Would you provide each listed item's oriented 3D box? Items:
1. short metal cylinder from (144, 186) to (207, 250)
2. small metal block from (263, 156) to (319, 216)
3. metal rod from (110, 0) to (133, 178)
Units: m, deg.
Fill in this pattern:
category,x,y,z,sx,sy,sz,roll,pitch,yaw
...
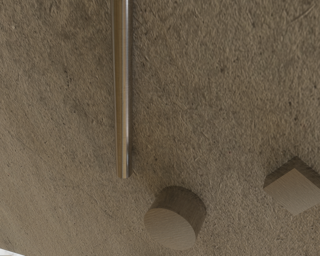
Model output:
category,x,y,z,sx,sy,sz,roll,pitch,yaw
short metal cylinder,0.023,0.133,0.461,0.080,0.050,0.079,13,124,21
small metal block,0.160,0.069,0.365,0.050,0.025,0.050,40,129,0
metal rod,-0.048,-0.055,0.397,0.025,0.025,0.298,16,125,19
